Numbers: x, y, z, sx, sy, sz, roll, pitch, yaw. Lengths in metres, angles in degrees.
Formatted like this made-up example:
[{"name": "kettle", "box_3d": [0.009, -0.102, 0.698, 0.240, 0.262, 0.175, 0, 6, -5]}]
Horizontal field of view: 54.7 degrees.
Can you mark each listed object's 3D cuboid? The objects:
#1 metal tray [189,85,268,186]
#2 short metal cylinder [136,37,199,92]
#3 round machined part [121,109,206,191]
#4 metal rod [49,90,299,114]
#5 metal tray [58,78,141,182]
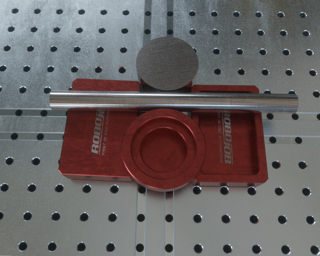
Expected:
[{"name": "metal tray", "box_3d": [0.085, 0.008, 0.402, 0.091, 0.030, 0.130, 1, 70, 0]}, {"name": "short metal cylinder", "box_3d": [0.009, -0.076, 0.422, 0.081, 0.050, 0.080, 0, 70, 0]}, {"name": "round machined part", "box_3d": [0.005, 0.029, 0.378, 0.099, 0.042, 0.098, 0, 70, 0]}, {"name": "metal rod", "box_3d": [0.017, -0.032, 0.387, 0.302, 0.025, 0.025, 1, 70, 0]}, {"name": "metal tray", "box_3d": [-0.073, 0.001, 0.403, 0.091, 0.030, 0.130, 3, 70, 1]}]
